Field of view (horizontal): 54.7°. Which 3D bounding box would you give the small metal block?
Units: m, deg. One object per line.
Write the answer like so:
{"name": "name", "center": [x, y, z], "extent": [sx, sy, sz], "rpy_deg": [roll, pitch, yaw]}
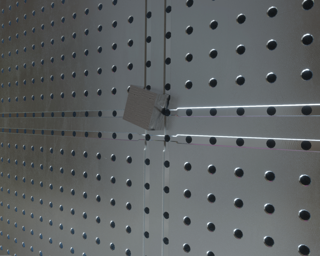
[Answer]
{"name": "small metal block", "center": [-0.020, -0.028, 0.424], "extent": [0.050, 0.025, 0.050], "rpy_deg": [23, 105, 37]}
